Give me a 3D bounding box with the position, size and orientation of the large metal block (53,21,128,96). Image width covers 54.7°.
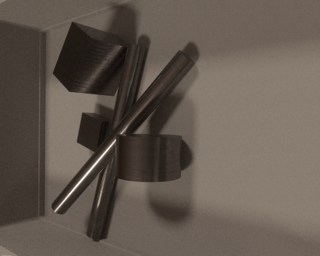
[{"bbox_3d":[-0.094,-0.096,0.446,0.050,0.081,0.080,43,116,31],"label":"large metal block"}]

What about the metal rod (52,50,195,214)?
[{"bbox_3d":[-0.061,0.018,0.428,0.299,0.025,0.025,-48,61,19],"label":"metal rod"}]

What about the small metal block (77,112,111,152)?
[{"bbox_3d":[-0.102,0.006,0.488,0.050,0.025,0.050,22,104,37],"label":"small metal block"}]

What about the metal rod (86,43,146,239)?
[{"bbox_3d":[-0.068,0.027,0.460,0.025,0.025,0.298,23,104,37],"label":"metal rod"}]

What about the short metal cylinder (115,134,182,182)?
[{"bbox_3d":[-0.014,0.034,0.381,0.080,0.081,0.050,2,92,39],"label":"short metal cylinder"}]
